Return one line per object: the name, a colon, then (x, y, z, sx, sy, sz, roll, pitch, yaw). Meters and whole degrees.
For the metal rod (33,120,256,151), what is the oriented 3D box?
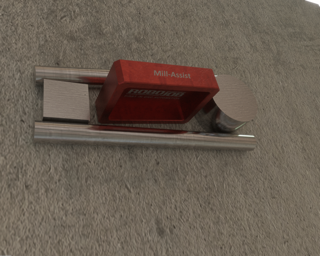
metal rod: (0.000, 0.013, 0.398, 0.302, 0.025, 0.025, 4, 60, -26)

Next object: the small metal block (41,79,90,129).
small metal block: (-0.111, -0.027, 0.362, 0.050, 0.025, 0.050, 4, 60, -26)

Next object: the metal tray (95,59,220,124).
metal tray: (-0.004, -0.039, 0.384, 0.131, 0.090, 0.030, 0, 62, -28)

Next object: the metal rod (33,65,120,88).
metal rod: (-0.016, -0.068, 0.438, 0.303, 0.025, 0.025, -3, 63, -30)

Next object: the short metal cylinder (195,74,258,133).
short metal cylinder: (0.096, -0.032, 0.460, 0.081, 0.050, 0.080, 14, 56, -21)
